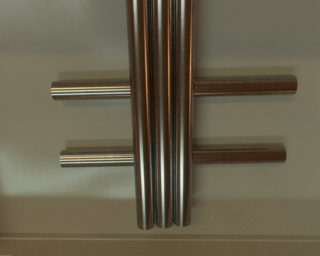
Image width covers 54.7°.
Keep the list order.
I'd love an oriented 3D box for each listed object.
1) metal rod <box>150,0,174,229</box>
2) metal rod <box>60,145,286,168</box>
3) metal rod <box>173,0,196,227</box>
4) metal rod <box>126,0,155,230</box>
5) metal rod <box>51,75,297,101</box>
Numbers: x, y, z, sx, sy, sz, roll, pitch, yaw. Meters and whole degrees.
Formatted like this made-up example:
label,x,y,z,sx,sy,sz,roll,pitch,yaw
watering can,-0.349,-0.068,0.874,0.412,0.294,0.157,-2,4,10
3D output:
label,x,y,z,sx,sy,sz,roll,pitch,yaw
metal rod,0.004,-0.008,0.379,0.025,0.025,0.298,-1,110,0
metal rod,0.018,0.039,0.425,0.302,0.025,0.025,-1,110,0
metal rod,0.028,-0.010,0.379,0.025,0.025,0.298,-1,110,0
metal rod,-0.022,-0.006,0.380,0.025,0.025,0.298,-1,110,0
metal rod,0.018,-0.051,0.392,0.302,0.025,0.025,-1,110,0
